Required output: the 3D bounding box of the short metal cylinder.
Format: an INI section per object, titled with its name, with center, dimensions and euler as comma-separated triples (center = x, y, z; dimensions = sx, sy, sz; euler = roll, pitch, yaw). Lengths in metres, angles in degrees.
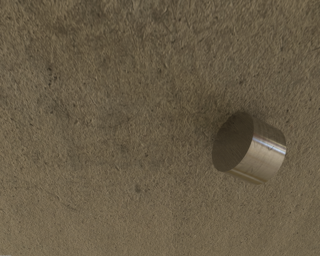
[short metal cylinder]
center = 0.111, 0.026, 0.394
dimensions = 0.050, 0.080, 0.080
euler = 24, 126, -19
